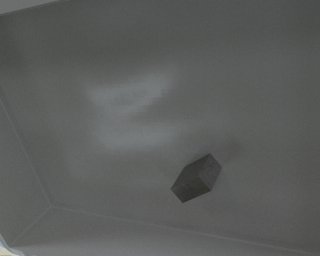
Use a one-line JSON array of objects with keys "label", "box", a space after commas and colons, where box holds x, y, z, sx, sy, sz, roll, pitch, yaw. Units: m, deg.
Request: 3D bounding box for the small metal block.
[{"label": "small metal block", "box": [0.048, 0.066, 0.408, 0.050, 0.050, 0.025, -35, 99, 38]}]
